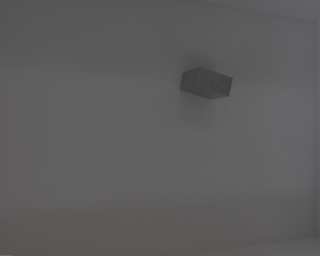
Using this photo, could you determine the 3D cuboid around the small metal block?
[{"bbox_3d":[0.061,-0.059,0.419,0.050,0.050,0.025,14,86,-20],"label":"small metal block"}]
